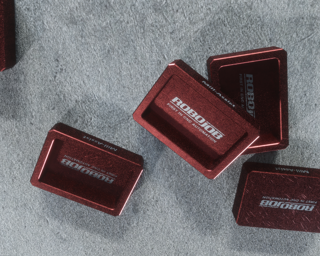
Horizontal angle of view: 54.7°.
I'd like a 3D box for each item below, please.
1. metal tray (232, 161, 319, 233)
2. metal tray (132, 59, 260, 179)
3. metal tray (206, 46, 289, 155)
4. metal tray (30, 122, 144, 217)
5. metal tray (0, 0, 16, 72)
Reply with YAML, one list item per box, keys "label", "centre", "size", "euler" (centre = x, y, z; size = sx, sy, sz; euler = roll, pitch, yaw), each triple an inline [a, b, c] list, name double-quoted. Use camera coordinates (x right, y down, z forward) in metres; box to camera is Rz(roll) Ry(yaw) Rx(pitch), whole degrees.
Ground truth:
- label: "metal tray"
  centre: [0.179, 0.100, 0.446]
  size: [0.131, 0.030, 0.089]
  euler: [6, 110, -3]
- label: "metal tray"
  centre: [0.043, -0.009, 0.379]
  size: [0.130, 0.030, 0.090]
  euler: [39, 119, 0]
- label: "metal tray"
  centre: [0.113, -0.031, 0.396]
  size: [0.091, 0.030, 0.129]
  euler: [-9, 110, 3]
- label: "metal tray"
  centre: [-0.099, 0.059, 0.427]
  size: [0.131, 0.030, 0.089]
  euler: [24, 108, -9]
- label: "metal tray"
  centre: [-0.241, -0.120, 0.360]
  size: [0.131, 0.030, 0.089]
  euler: [7, 110, -3]
